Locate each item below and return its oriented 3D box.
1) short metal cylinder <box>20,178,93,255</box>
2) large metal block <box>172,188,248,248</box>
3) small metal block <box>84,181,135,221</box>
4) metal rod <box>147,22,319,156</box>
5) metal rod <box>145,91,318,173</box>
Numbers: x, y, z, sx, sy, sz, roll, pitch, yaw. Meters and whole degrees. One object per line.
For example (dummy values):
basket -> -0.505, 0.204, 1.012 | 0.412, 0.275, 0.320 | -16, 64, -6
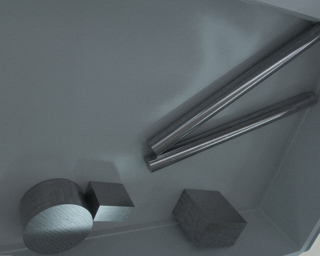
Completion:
short metal cylinder -> -0.131, 0.111, 0.390 | 0.081, 0.050, 0.079 | -14, 125, -21
large metal block -> 0.080, 0.147, 0.510 | 0.081, 0.080, 0.050 | 12, 112, -34
small metal block -> -0.069, 0.099, 0.417 | 0.050, 0.050, 0.025 | 12, 112, -34
metal rod -> 0.112, -0.058, 0.436 | 0.301, 0.025, 0.025 | -35, 129, -6
metal rod -> 0.119, 0.001, 0.476 | 0.302, 0.025, 0.025 | -20, 127, -17
